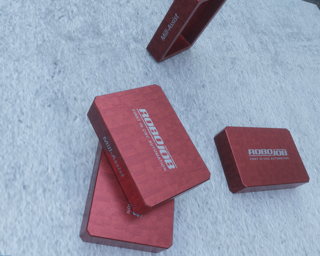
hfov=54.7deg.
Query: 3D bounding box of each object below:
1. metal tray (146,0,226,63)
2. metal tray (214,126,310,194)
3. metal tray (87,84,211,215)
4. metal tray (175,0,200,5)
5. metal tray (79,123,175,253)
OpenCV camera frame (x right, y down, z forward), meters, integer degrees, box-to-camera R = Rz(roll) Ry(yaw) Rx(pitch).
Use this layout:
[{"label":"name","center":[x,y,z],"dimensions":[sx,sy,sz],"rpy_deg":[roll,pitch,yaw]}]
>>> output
[{"label":"metal tray","center":[0.042,-0.160,0.458],"dimensions":[0.091,0.129,0.030],"rpy_deg":[-34,82,-38]},{"label":"metal tray","center":[0.151,0.045,0.457],"dimensions":[0.131,0.030,0.090],"rpy_deg":[2,61,-28]},{"label":"metal tray","center":[-0.013,0.018,0.345],"dimensions":[0.091,0.030,0.130],"rpy_deg":[-18,71,-35]},{"label":"metal tray","center":[0.060,-0.299,0.617],"dimensions":[0.131,0.030,0.090],"rpy_deg":[-32,80,-38]},{"label":"metal tray","center":[-0.030,0.064,0.347],"dimensions":[0.091,0.030,0.130],"rpy_deg":[17,55,-19]}]
